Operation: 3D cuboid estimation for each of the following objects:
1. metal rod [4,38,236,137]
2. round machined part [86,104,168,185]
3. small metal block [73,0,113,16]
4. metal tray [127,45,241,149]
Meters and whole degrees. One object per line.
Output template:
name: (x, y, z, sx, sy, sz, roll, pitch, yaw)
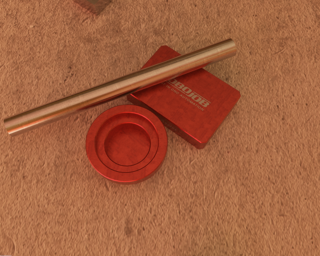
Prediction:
metal rod: (-0.043, -0.055, 0.395, 0.302, 0.025, 0.025, -21, 72, -8)
round machined part: (-0.040, 0.023, 0.390, 0.099, 0.042, 0.098, 0, 70, -1)
small metal block: (-0.104, -0.212, 0.484, 0.050, 0.025, 0.050, 34, 73, 11)
metal tray: (0.030, -0.044, 0.422, 0.130, 0.030, 0.090, 35, 73, 11)
